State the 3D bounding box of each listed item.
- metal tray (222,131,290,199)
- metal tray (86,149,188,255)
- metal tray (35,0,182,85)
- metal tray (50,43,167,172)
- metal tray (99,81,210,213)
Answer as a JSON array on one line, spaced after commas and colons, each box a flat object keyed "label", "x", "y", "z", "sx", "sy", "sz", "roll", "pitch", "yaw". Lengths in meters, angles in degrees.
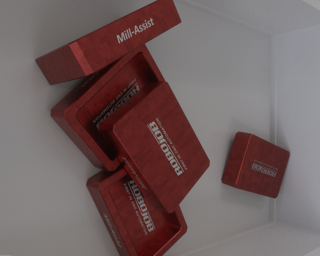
[{"label": "metal tray", "x": 0.170, "y": 0.067, "z": 0.537, "sx": 0.131, "sy": 0.030, "sz": 0.090, "roll": 21, "pitch": 85, "yaw": -38}, {"label": "metal tray", "x": -0.023, "y": 0.099, "z": 0.383, "sx": 0.091, "sy": 0.030, "sz": 0.129, "roll": -32, "pitch": 110, "yaw": -35}, {"label": "metal tray", "x": -0.051, "y": -0.091, "z": 0.320, "sx": 0.131, "sy": 0.090, "sz": 0.030, "roll": -40, "pitch": 115, "yaw": -33}, {"label": "metal tray", "x": -0.047, "y": -0.027, "z": 0.356, "sx": 0.130, "sy": 0.030, "sz": 0.090, "roll": -51, "pitch": 127, "yaw": -28}, {"label": "metal tray", "x": 0.000, "y": 0.022, "z": 0.362, "sx": 0.090, "sy": 0.030, "sz": 0.130, "roll": -45, "pitch": 118, "yaw": -30}]
